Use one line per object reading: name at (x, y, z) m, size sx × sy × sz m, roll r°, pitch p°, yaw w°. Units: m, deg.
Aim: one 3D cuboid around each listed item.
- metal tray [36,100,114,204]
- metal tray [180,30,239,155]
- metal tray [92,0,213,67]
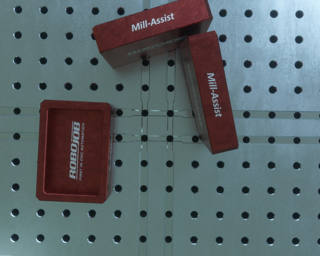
metal tray at (-0.110, 0.030, 0.410) m, size 0.090 × 0.030 × 0.129 m, roll 3°, pitch 90°, yaw 0°
metal tray at (0.056, -0.043, 0.370) m, size 0.030 × 0.090 × 0.129 m, roll -13°, pitch 100°, yaw 0°
metal tray at (-0.008, -0.115, 0.380) m, size 0.131 × 0.090 × 0.030 m, roll -17°, pitch 90°, yaw 0°
